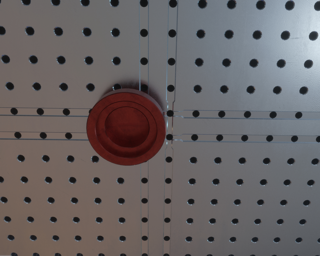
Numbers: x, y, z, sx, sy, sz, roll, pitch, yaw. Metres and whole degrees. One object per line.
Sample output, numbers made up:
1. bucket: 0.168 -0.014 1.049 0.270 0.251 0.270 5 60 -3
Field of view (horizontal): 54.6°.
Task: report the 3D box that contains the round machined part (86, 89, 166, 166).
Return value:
1. round machined part: -0.042 -0.004 0.403 0.099 0.042 0.097 0 110 0
